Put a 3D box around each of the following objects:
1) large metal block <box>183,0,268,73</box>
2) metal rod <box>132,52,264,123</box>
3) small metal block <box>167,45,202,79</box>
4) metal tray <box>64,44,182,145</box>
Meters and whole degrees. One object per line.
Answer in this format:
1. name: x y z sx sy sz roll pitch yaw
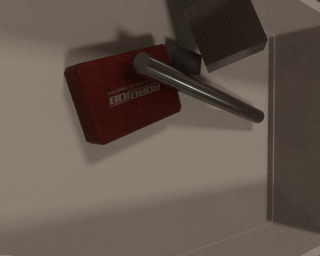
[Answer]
1. large metal block: 0.086 -0.129 0.411 0.050 0.080 0.080 2 66 -77
2. metal rod: 0.078 -0.045 0.447 0.302 0.025 0.025 14 81 -48
3. small metal block: 0.031 -0.083 0.435 0.050 0.025 0.050 9 84 -40
4. metal tray: -0.038 -0.044 0.373 0.131 0.030 0.089 -25 106 -37
